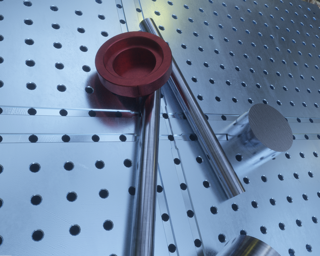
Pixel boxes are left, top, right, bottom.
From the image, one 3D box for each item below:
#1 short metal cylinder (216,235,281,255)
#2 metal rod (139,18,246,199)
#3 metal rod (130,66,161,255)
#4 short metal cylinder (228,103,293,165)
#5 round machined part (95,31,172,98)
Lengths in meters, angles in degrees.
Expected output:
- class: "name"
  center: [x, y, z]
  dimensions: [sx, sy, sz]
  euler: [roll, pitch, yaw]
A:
- class: "short metal cylinder"
  center: [0.091, 0.161, 0.323]
  dimensions: [0.050, 0.080, 0.080]
  euler: [-30, 79, -38]
- class: "metal rod"
  center: [0.040, -0.040, 0.453]
  dimensions: [0.025, 0.025, 0.299]
  euler: [-14, 69, -34]
- class: "metal rod"
  center: [-0.015, 0.044, 0.372]
  dimensions: [0.025, 0.025, 0.300]
  euler: [15, 55, -20]
- class: "short metal cylinder"
  center: [0.150, 0.010, 0.467]
  dimensions: [0.081, 0.050, 0.080]
  euler: [14, 56, -21]
- class: "round machined part"
  center: [-0.033, -0.079, 0.411]
  dimensions: [0.099, 0.042, 0.098]
  euler: [-1, 58, 2]
